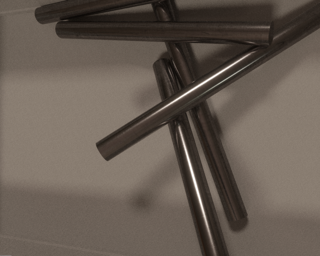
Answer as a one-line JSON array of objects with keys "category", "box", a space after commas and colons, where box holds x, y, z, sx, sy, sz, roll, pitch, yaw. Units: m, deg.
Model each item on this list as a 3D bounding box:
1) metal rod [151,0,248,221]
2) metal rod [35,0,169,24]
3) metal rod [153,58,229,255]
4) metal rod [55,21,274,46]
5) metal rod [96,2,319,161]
[{"category": "metal rod", "box": [0.047, -0.032, 0.393, 0.025, 0.025, 0.299, -21, 83, 18]}, {"category": "metal rod", "box": [-0.048, -0.169, 0.405, 0.301, 0.025, 0.025, 1, 90, 27]}, {"category": "metal rod", "box": [0.034, 0.044, 0.341, 0.025, 0.025, 0.299, -24, 61, 18]}, {"category": "metal rod", "box": [-0.015, -0.122, 0.391, 0.301, 0.025, 0.025, 10, 94, 28]}, {"category": "metal rod", "box": [0.062, -0.053, 0.348, 0.301, 0.025, 0.025, -32, 79, 1]}]
